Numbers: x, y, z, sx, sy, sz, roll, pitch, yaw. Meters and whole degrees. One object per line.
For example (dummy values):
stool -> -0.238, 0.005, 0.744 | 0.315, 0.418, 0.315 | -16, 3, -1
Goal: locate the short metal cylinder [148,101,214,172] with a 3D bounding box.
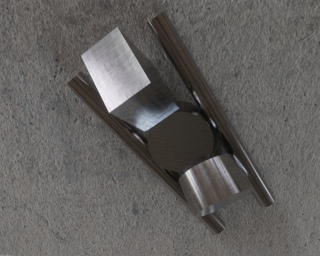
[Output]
short metal cylinder -> 0.025, 0.010, 0.401 | 0.081, 0.050, 0.079 | 0, 110, 0

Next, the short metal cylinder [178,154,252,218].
short metal cylinder -> 0.071, 0.076, 0.404 | 0.080, 0.080, 0.050 | -30, 65, 10

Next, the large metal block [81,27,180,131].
large metal block -> -0.031, -0.050, 0.346 | 0.050, 0.080, 0.080 | -35, 65, 12

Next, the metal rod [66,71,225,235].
metal rod -> -0.010, 0.044, 0.426 | 0.025, 0.025, 0.300 | -39, 106, 13

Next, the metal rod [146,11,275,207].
metal rod -> 0.075, -0.012, 0.407 | 0.025, 0.025, 0.299 | -31, 108, 10
